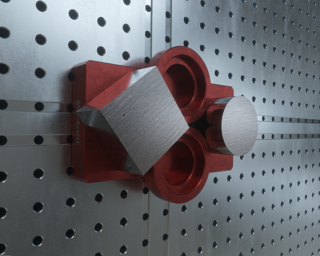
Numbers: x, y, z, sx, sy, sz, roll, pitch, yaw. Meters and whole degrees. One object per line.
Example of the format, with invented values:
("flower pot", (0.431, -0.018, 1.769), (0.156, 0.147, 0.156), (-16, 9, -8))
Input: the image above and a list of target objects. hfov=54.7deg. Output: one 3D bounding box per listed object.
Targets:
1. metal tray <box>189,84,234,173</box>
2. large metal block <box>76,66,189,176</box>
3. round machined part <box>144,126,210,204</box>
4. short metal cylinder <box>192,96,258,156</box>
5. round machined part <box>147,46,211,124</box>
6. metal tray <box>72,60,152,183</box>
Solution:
("metal tray", (0.070, 0.000, 0.462), (0.091, 0.030, 0.129), (1, 90, -40))
("large metal block", (-0.026, -0.008, 0.331), (0.080, 0.050, 0.080), (-44, 117, -31))
("round machined part", (0.017, 0.045, 0.400), (0.099, 0.042, 0.097), (0, 90, -40))
("short metal cylinder", (0.091, -0.003, 0.429), (0.081, 0.050, 0.079), (0, 90, -40))
("round machined part", (0.018, -0.053, 0.401), (0.099, 0.042, 0.097), (0, 90, -40))
("metal tray", (-0.053, -0.007, 0.361), (0.091, 0.030, 0.129), (1, 90, -41))
